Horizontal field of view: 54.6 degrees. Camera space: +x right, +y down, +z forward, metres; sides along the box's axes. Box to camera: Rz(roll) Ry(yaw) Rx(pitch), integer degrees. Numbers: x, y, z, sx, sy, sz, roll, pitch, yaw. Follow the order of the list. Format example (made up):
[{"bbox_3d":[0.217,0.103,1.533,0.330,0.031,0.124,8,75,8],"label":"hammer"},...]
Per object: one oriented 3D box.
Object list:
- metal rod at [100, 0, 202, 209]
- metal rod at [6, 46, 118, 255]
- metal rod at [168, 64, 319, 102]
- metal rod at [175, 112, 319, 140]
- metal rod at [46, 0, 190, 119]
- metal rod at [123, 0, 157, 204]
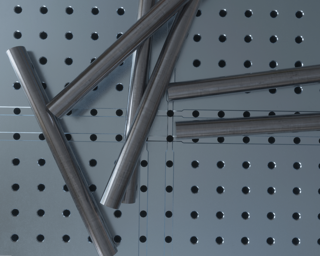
[{"bbox_3d":[-0.007,-0.044,0.395,0.025,0.025,0.299,22,83,0],"label":"metal rod"},{"bbox_3d":[-0.130,0.033,0.412,0.025,0.025,0.299,-25,90,0],"label":"metal rod"},{"bbox_3d":[0.160,-0.066,0.414,0.302,0.025,0.025,-7,90,0],"label":"metal rod"},{"bbox_3d":[0.172,-0.006,0.414,0.302,0.025,0.025,-4,90,0],"label":"metal rod"},{"bbox_3d":[-0.022,-0.122,0.387,0.300,0.025,0.025,-43,90,0],"label":"metal rod"},{"bbox_3d":[-0.029,-0.051,0.413,0.025,0.025,0.298,6,90,0],"label":"metal rod"}]
